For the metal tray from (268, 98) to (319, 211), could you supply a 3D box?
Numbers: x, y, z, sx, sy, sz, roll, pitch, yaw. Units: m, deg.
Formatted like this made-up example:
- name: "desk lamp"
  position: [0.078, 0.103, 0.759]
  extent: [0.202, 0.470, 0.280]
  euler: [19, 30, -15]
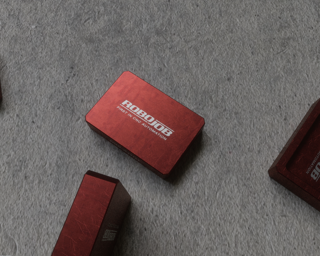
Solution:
- name: "metal tray"
  position: [0.212, 0.032, 0.394]
  extent: [0.090, 0.030, 0.130]
  euler: [36, 74, 12]

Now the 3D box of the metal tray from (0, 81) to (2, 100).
- name: "metal tray"
  position: [-0.295, -0.066, 0.427]
  extent: [0.131, 0.030, 0.090]
  euler: [-15, 71, -6]

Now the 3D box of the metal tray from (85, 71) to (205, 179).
- name: "metal tray"
  position: [-0.019, -0.006, 0.407]
  extent: [0.130, 0.030, 0.090]
  euler: [34, 73, 11]

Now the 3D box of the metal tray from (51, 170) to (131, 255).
- name: "metal tray"
  position: [-0.063, 0.101, 0.315]
  extent: [0.030, 0.130, 0.090]
  euler: [17, 71, 6]
